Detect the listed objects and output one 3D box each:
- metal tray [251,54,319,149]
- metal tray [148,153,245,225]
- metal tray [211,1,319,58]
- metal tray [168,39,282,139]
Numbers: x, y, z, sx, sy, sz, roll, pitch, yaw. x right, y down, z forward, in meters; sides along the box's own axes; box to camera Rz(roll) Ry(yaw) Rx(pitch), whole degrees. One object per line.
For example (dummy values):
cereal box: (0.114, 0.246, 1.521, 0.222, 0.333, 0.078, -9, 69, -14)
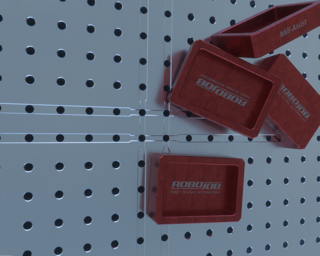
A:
metal tray: (0.197, -0.040, 0.485, 0.130, 0.030, 0.090, 42, 77, -16)
metal tray: (0.052, 0.083, 0.430, 0.131, 0.030, 0.089, 5, 88, -20)
metal tray: (0.149, -0.138, 0.432, 0.131, 0.090, 0.030, -29, 116, -18)
metal tray: (0.087, -0.051, 0.422, 0.131, 0.030, 0.090, 23, 92, -8)
